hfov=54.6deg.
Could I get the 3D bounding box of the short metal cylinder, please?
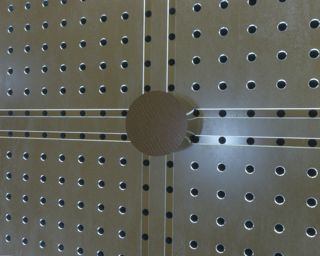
[{"bbox_3d":[0.003,-0.006,0.399,0.080,0.050,0.080,0,90,20],"label":"short metal cylinder"}]
